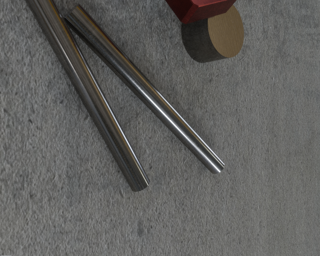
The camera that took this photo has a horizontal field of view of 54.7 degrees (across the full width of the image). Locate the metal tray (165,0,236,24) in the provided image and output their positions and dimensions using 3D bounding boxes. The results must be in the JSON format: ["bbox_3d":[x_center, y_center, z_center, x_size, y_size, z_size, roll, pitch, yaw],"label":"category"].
[{"bbox_3d":[0.030,-0.198,0.389,0.091,0.030,0.130,-29,81,-36],"label":"metal tray"}]

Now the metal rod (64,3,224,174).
[{"bbox_3d":[-0.003,-0.031,0.401,0.300,0.025,0.025,45,63,-31],"label":"metal rod"}]

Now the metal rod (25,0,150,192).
[{"bbox_3d":[-0.084,-0.056,0.333,0.025,0.025,0.299,-39,114,-33],"label":"metal rod"}]

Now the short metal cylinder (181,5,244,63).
[{"bbox_3d":[0.078,-0.139,0.453,0.081,0.050,0.080,0,90,-40],"label":"short metal cylinder"}]
